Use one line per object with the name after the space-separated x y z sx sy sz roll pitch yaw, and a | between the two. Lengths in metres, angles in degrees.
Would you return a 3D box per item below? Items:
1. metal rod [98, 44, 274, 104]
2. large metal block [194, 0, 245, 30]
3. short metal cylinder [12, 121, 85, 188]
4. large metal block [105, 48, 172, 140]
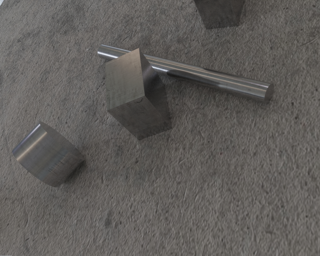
0.015 -0.086 0.448 0.300 0.025 0.025 22 74 36 | metal rod
0.087 -0.204 0.448 0.050 0.080 0.080 3 63 30 | large metal block
-0.151 0.036 0.426 0.050 0.080 0.080 -48 51 -5 | short metal cylinder
-0.028 -0.042 0.409 0.050 0.080 0.080 -20 54 16 | large metal block
